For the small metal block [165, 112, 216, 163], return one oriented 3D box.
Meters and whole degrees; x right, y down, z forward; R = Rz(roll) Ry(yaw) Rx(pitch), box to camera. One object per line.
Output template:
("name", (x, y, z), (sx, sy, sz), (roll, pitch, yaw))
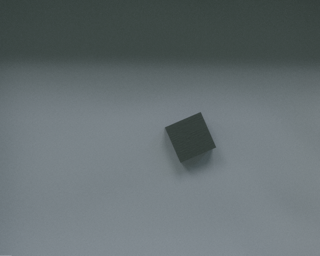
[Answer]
("small metal block", (0.040, 0.012, 0.412), (0.050, 0.025, 0.050), (-23, 90, 0))
